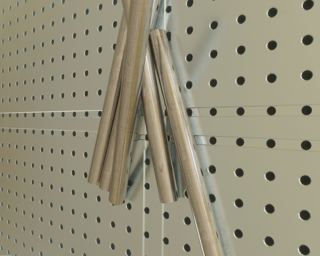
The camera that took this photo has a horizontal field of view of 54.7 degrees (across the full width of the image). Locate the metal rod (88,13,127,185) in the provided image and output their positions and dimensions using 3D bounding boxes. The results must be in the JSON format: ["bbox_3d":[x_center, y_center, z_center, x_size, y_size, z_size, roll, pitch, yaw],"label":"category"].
[{"bbox_3d":[-0.067,-0.057,0.461,0.025,0.025,0.298,23,104,37],"label":"metal rod"}]

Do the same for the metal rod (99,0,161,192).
[{"bbox_3d":[-0.044,-0.050,0.442,0.025,0.025,0.298,24,105,37],"label":"metal rod"}]

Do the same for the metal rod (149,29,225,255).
[{"bbox_3d":[0.031,0.018,0.382,0.025,0.025,0.299,-22,76,37],"label":"metal rod"}]

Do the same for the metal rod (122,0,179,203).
[{"bbox_3d":[-0.015,-0.053,0.399,0.025,0.025,0.298,-11,89,39],"label":"metal rod"}]

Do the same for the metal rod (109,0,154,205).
[{"bbox_3d":[-0.040,-0.025,0.395,0.025,0.025,0.298,31,123,35],"label":"metal rod"}]
